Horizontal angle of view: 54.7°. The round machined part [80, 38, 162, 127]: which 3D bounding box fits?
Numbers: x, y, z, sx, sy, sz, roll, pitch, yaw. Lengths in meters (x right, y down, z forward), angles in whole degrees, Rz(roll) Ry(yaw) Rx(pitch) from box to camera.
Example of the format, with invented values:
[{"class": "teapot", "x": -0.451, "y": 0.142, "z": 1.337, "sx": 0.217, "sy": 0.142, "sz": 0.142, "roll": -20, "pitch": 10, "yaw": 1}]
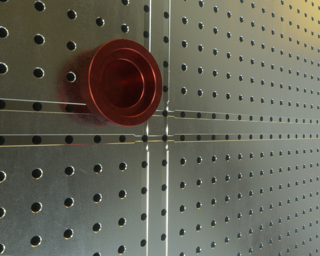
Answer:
[{"class": "round machined part", "x": -0.048, "y": -0.050, "z": 0.360, "sx": 0.099, "sy": 0.042, "sz": 0.097, "roll": 0, "pitch": 90, "yaw": -40}]
